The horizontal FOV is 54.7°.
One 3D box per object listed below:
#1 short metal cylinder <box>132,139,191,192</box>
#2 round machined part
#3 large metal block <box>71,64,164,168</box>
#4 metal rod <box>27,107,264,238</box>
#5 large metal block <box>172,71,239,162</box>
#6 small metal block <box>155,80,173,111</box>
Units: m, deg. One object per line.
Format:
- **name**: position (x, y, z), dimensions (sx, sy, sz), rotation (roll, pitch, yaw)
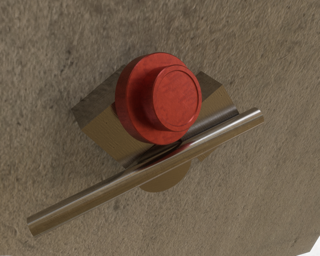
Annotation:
- **short metal cylinder**: position (-0.005, 0.039, 0.414), dimensions (0.081, 0.050, 0.079), rotation (-14, 125, -21)
- **round machined part**: position (0.006, -0.030, 0.326), dimensions (0.099, 0.042, 0.097), rotation (-3, 94, -40)
- **large metal block**: position (-0.041, -0.012, 0.362), dimensions (0.080, 0.050, 0.080), rotation (-41, 130, -1)
- **metal rod**: position (-0.005, 0.046, 0.370), dimensions (0.302, 0.025, 0.025), rotation (-25, 128, -13)
- **large metal block**: position (0.055, -0.015, 0.415), dimensions (0.080, 0.050, 0.080), rotation (-41, 130, 0)
- **small metal block**: position (0.011, -0.054, 0.381), dimensions (0.050, 0.025, 0.050), rotation (-40, 130, -1)
